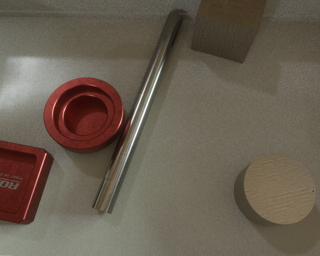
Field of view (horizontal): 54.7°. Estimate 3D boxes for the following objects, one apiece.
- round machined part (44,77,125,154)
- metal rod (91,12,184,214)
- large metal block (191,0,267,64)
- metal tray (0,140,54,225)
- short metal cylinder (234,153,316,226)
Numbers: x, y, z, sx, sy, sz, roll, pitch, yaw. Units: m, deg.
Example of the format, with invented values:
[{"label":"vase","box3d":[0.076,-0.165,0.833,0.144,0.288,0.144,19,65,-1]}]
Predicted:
[{"label":"round machined part","box3d":[-0.095,-0.013,0.404,0.099,0.042,0.098,0,70,-1]},{"label":"metal rod","box3d":[-0.023,-0.034,0.421,0.025,0.025,0.299,18,71,6]},{"label":"large metal block","box3d":[0.093,-0.143,0.434,0.080,0.080,0.050,17,71,6]},{"label":"metal tray","box3d":[-0.211,0.061,0.382,0.131,0.030,0.090,11,70,3]},{"label":"short metal cylinder","box3d":[0.134,0.075,0.371,0.081,0.050,0.080,0,70,0]}]
